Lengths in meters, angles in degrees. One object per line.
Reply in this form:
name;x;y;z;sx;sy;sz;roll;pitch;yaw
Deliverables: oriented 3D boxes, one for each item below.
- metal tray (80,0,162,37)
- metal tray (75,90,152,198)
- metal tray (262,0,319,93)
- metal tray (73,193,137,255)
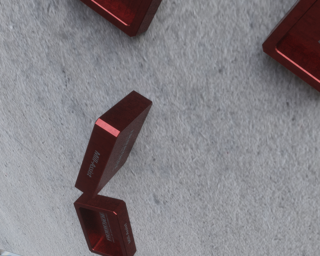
metal tray;-0.055;-0.171;0.325;0.130;0.030;0.089;37;129;3
metal tray;-0.062;0.023;0.409;0.030;0.090;0.129;32;128;7
metal tray;0.156;-0.086;0.242;0.090;0.030;0.129;37;147;2
metal tray;-0.098;0.182;0.565;0.090;0.030;0.129;6;121;24
